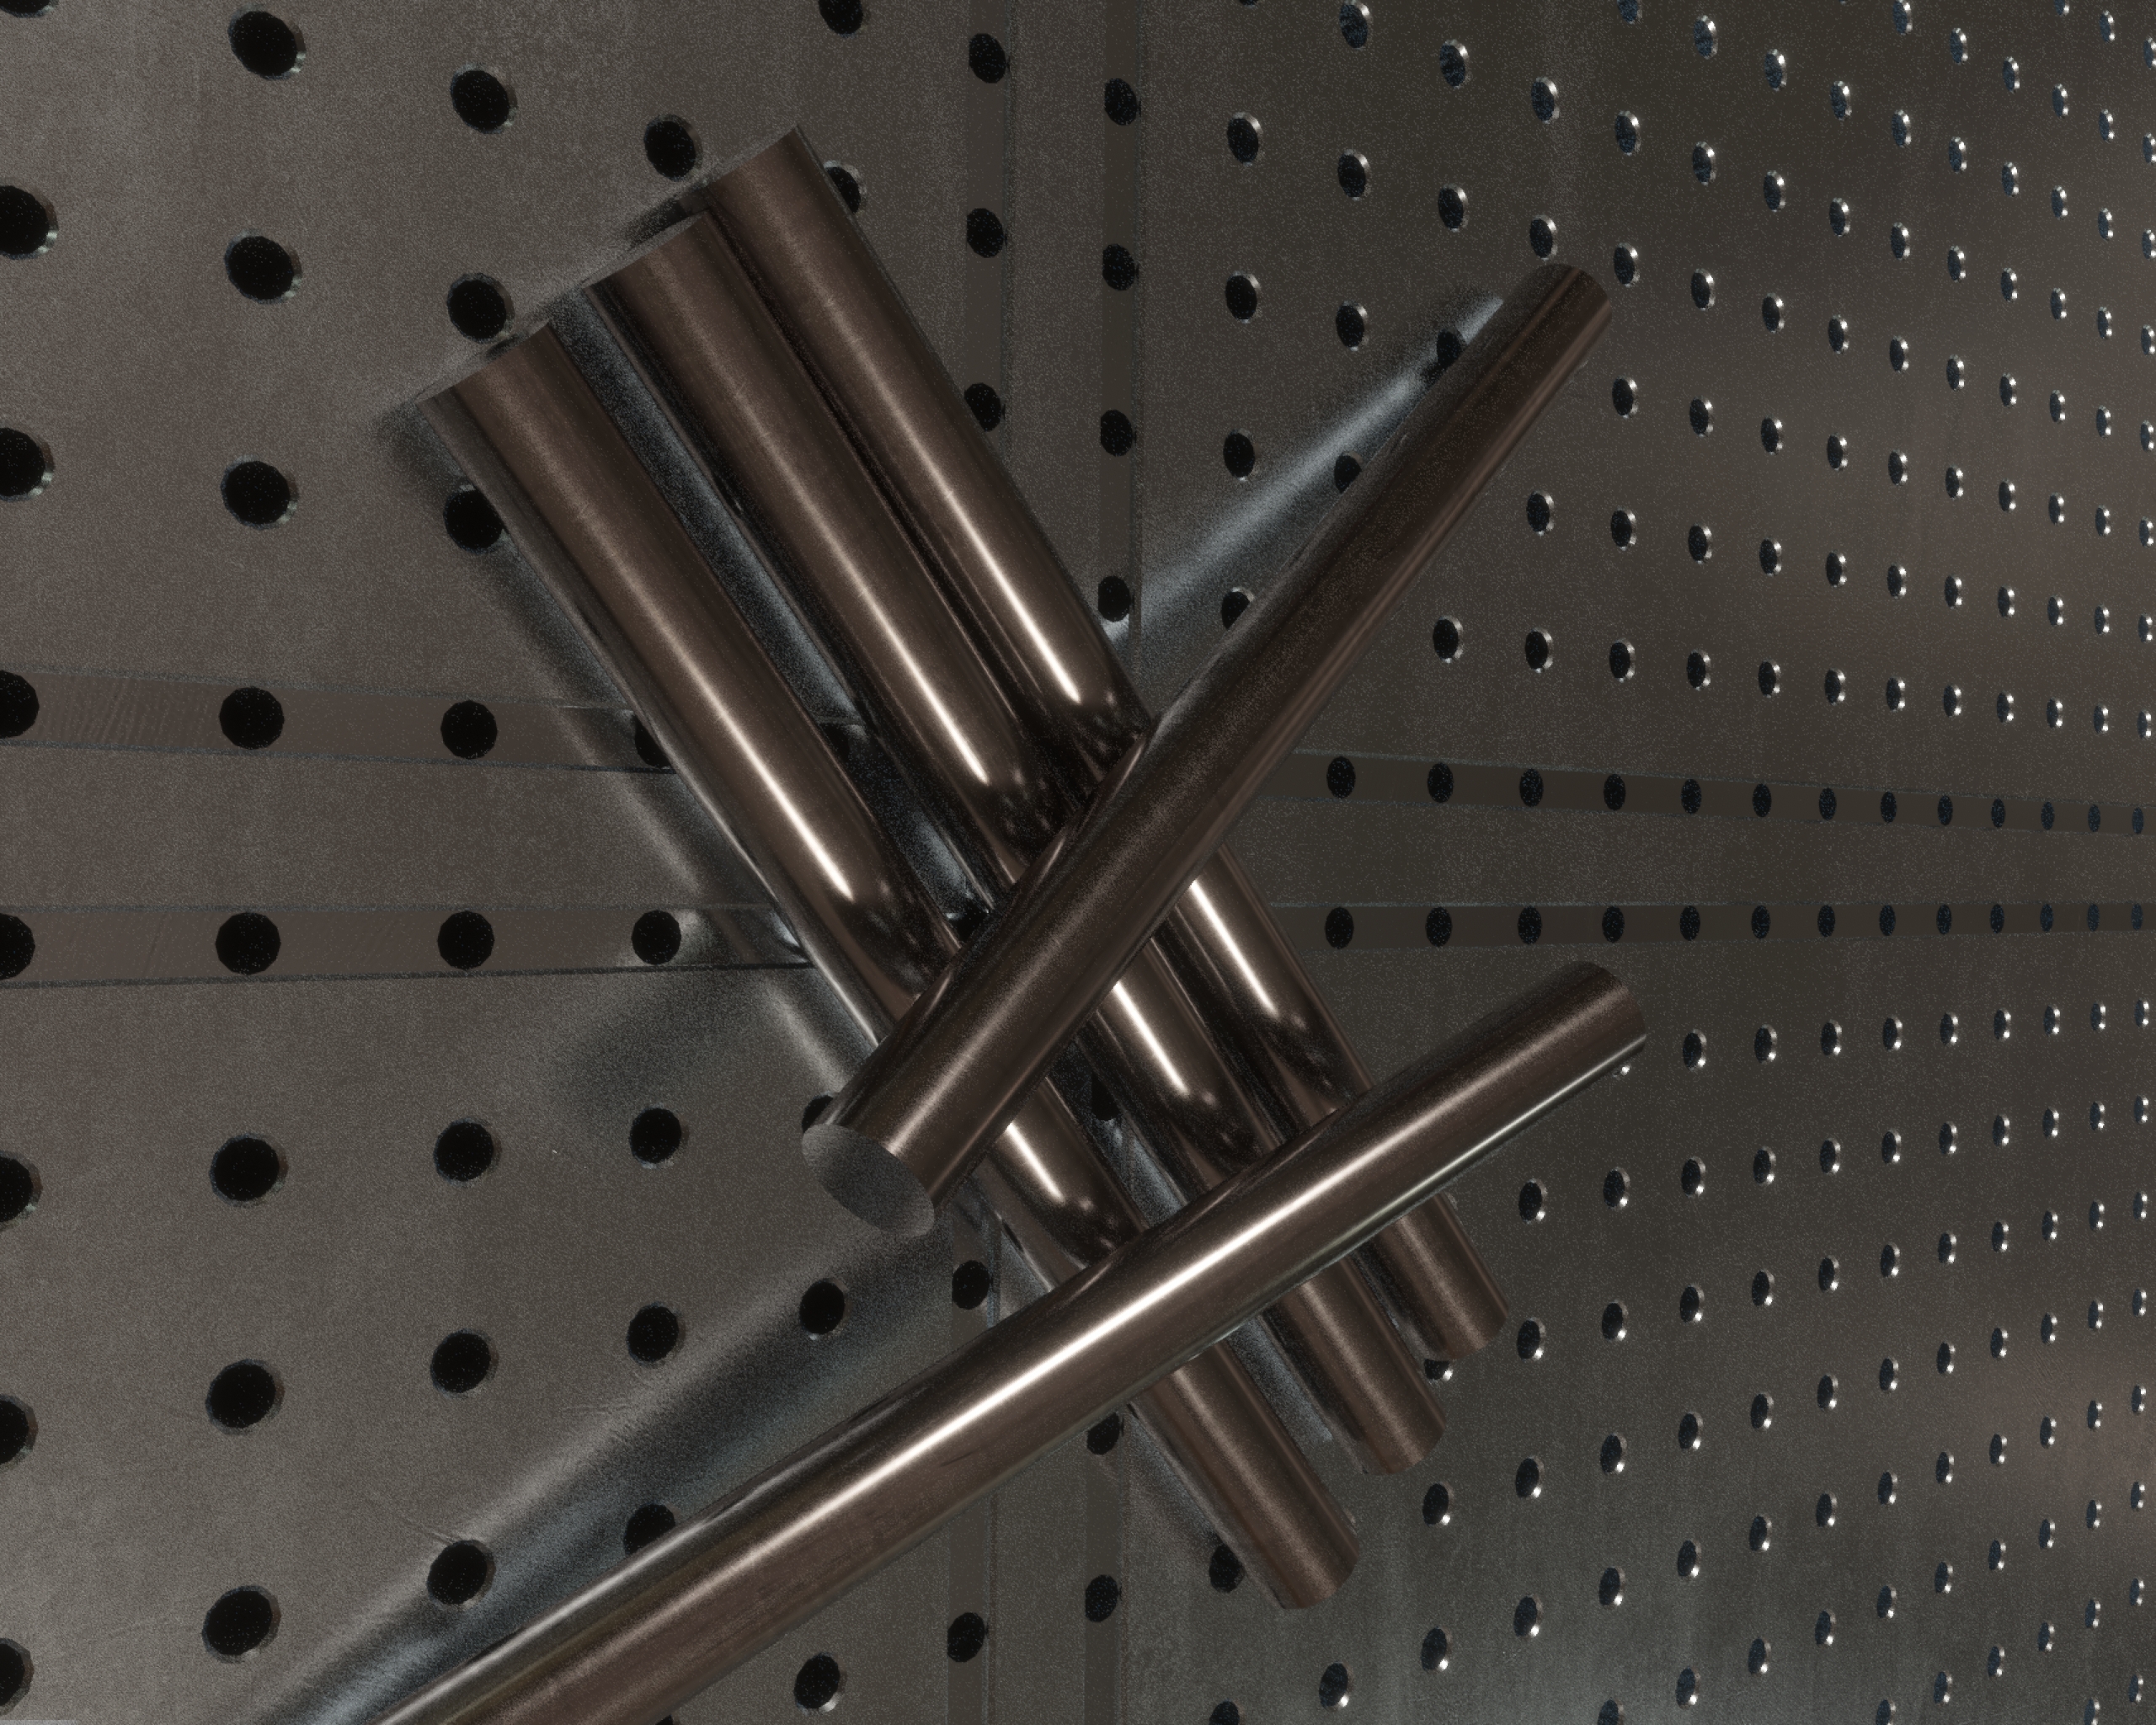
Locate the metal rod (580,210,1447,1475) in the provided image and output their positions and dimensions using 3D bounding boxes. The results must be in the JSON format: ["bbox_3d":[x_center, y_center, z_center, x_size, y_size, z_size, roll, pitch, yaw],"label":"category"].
[{"bbox_3d":[0.000,0.013,0.411,0.025,0.025,0.299,-47,118,-30],"label":"metal rod"}]

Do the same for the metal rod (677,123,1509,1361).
[{"bbox_3d":[0.015,-0.007,0.423,0.025,0.025,0.299,-48,119,-29],"label":"metal rod"}]

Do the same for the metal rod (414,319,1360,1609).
[{"bbox_3d":[-0.022,0.036,0.392,0.025,0.025,0.299,-47,118,-30],"label":"metal rod"}]

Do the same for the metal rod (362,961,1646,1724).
[{"bbox_3d":[-0.006,0.093,0.379,0.302,0.025,0.025,-27,108,-28],"label":"metal rod"}]

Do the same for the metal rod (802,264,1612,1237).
[{"bbox_3d":[0.043,-0.042,0.421,0.301,0.025,0.025,-51,121,-37],"label":"metal rod"}]
